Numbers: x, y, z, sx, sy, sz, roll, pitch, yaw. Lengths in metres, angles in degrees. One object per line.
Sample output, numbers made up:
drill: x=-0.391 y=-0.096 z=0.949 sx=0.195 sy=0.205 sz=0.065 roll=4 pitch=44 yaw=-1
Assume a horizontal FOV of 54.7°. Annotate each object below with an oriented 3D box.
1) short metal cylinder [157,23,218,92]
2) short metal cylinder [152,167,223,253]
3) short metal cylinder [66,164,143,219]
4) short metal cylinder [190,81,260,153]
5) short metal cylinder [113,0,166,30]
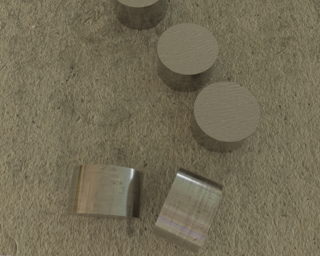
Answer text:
short metal cylinder: x=0.037 y=-0.097 z=0.430 sx=0.081 sy=0.050 sz=0.080 roll=0 pitch=70 yaw=0
short metal cylinder: x=0.031 y=0.090 z=0.346 sx=0.050 sy=0.080 sz=0.080 roll=23 pitch=72 yaw=8
short metal cylinder: x=-0.060 y=0.075 z=0.351 sx=0.080 sy=0.080 sz=0.050 roll=3 pitch=70 yaw=1
short metal cylinder: x=0.081 y=-0.013 z=0.400 sx=0.081 sy=0.050 sz=0.080 roll=0 pitch=70 yaw=0
short metal cylinder: x=-0.031 y=-0.196 z=0.466 sx=0.081 sy=0.050 sz=0.080 roll=0 pitch=70 yaw=0
